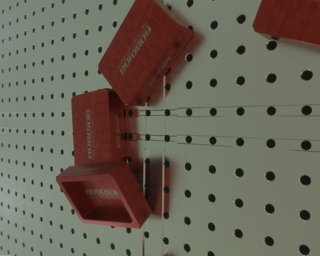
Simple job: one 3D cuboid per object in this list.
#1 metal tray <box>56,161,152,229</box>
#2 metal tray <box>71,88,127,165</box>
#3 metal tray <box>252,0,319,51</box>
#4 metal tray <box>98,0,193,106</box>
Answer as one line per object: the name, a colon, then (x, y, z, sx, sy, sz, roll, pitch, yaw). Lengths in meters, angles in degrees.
metal tray: (-0.084, 0.097, 0.446, 0.130, 0.030, 0.090, -10, 112, 39)
metal tray: (-0.097, 0.009, 0.483, 0.090, 0.030, 0.129, -6, 86, 39)
metal tray: (0.160, -0.114, 0.274, 0.130, 0.030, 0.089, 29, 108, 36)
metal tray: (-0.025, -0.105, 0.425, 0.090, 0.030, 0.129, 52, 120, 27)
